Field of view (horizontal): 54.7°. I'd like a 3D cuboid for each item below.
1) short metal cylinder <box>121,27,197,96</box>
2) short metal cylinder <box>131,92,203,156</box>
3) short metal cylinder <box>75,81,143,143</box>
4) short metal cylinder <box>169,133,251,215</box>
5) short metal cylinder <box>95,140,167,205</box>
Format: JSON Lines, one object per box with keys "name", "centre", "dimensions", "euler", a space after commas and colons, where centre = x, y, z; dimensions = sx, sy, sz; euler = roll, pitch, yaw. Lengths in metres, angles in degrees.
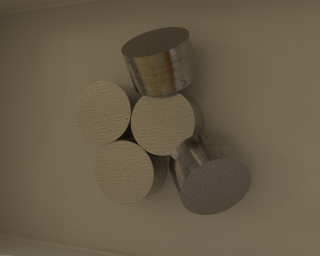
{"name": "short metal cylinder", "centre": [0.000, -0.081, 0.371], "dimensions": [0.080, 0.080, 0.050], "euler": [-3, 127, 19]}
{"name": "short metal cylinder", "centre": [0.011, -0.007, 0.391], "dimensions": [0.080, 0.050, 0.079], "euler": [0, 90, 19]}
{"name": "short metal cylinder", "centre": [-0.065, -0.020, 0.417], "dimensions": [0.080, 0.050, 0.079], "euler": [0, 90, 19]}
{"name": "short metal cylinder", "centre": [0.055, 0.052, 0.354], "dimensions": [0.081, 0.050, 0.079], "euler": [-7, 122, -11]}
{"name": "short metal cylinder", "centre": [-0.037, 0.055, 0.407], "dimensions": [0.080, 0.050, 0.079], "euler": [0, 90, 19]}
